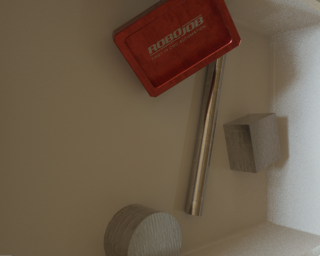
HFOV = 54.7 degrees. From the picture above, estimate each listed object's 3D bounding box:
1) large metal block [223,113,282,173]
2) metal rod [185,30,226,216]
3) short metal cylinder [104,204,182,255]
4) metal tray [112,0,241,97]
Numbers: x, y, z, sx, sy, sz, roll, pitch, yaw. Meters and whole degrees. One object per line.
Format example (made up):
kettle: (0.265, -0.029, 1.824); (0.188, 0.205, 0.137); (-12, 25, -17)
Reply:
large metal block: (0.158, 0.023, 0.526); (0.081, 0.050, 0.079); (-19, 102, -39)
metal rod: (0.074, -0.020, 0.471); (0.025, 0.025, 0.299); (17, 79, -39)
short metal cylinder: (-0.020, 0.137, 0.376); (0.081, 0.050, 0.079); (0, 90, -40)
metal tray: (0.021, -0.108, 0.373); (0.130, 0.030, 0.090); (-32, 119, 4)
